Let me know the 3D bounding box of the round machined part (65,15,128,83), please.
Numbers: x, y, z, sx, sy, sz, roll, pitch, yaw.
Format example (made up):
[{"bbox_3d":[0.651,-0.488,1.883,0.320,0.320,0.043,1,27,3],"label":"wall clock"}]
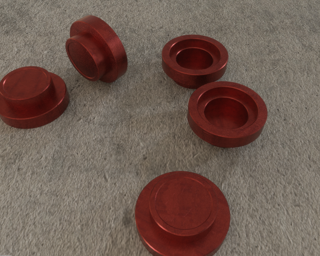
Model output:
[{"bbox_3d":[-0.097,-0.106,0.444,0.098,0.097,0.042,32,57,24],"label":"round machined part"}]

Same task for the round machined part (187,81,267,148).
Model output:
[{"bbox_3d":[0.085,-0.013,0.404,0.099,0.042,0.098,0,50,0],"label":"round machined part"}]

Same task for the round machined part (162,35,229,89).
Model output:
[{"bbox_3d":[0.052,-0.097,0.474,0.099,0.042,0.098,0,50,0],"label":"round machined part"}]

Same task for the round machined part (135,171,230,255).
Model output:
[{"bbox_3d":[0.023,0.085,0.320,0.099,0.042,0.098,0,50,0],"label":"round machined part"}]

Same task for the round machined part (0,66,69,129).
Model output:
[{"bbox_3d":[-0.181,-0.049,0.432,0.099,0.042,0.098,0,50,0],"label":"round machined part"}]
